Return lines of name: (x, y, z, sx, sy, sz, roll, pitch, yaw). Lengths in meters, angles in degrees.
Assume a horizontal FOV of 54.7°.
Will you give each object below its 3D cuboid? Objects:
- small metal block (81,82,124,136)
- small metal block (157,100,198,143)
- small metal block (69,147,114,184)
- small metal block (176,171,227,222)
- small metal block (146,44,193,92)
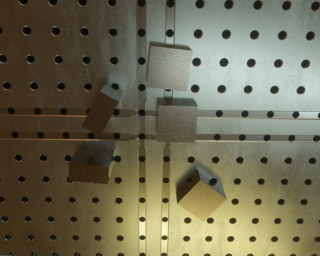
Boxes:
small metal block: (-0.071, -0.025, 0.390, 0.025, 0.050, 0.050, 28, 107, -10)
small metal block: (0.022, -0.009, 0.411, 0.050, 0.025, 0.050, 1, 110, -1)
small metal block: (-0.091, 0.050, 0.417, 0.050, 0.050, 0.025, 6, 110, -3)
small metal block: (0.060, 0.100, 0.451, 0.050, 0.025, 0.050, 37, 106, -13)
small metal block: (0.011, -0.075, 0.386, 0.050, 0.025, 0.050, 6, 110, -3)
